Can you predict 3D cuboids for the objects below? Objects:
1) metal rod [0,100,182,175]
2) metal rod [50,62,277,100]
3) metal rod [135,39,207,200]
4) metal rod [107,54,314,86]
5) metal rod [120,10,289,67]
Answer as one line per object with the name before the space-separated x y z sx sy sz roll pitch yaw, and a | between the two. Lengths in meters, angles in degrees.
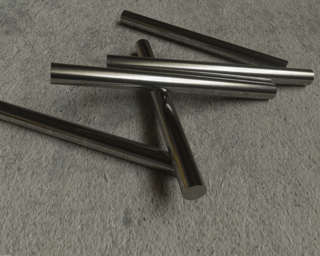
metal rod | -0.113 0.005 0.397 0.301 0.025 0.025 16 52 13
metal rod | 0.018 -0.058 0.403 0.302 0.025 0.025 2 49 -18
metal rod | 0.003 -0.037 0.413 0.025 0.025 0.300 -10 44 -8
metal rod | 0.077 -0.081 0.440 0.302 0.025 0.025 2 50 -11
metal rod | 0.064 -0.149 0.528 0.301 0.025 0.025 24 54 18
